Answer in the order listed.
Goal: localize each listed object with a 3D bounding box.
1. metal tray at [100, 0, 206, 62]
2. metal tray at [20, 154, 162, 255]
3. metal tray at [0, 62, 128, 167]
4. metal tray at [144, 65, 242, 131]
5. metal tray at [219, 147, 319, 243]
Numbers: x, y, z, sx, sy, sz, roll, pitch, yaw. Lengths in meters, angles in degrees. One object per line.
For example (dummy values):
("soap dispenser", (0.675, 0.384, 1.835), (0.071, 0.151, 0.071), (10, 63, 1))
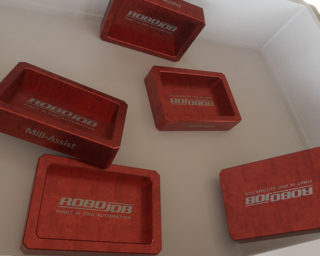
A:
("metal tray", (-0.012, -0.151, 0.451), (0.131, 0.090, 0.030), (11, 57, -23))
("metal tray", (-0.064, 0.082, 0.318), (0.131, 0.030, 0.090), (12, 57, -22))
("metal tray", (-0.105, -0.017, 0.336), (0.131, 0.030, 0.090), (21, 34, -14))
("metal tray", (0.049, -0.042, 0.456), (0.131, 0.030, 0.090), (0, 62, -29))
("metal tray", (0.144, 0.082, 0.373), (0.030, 0.130, 0.090), (42, 37, -52))
